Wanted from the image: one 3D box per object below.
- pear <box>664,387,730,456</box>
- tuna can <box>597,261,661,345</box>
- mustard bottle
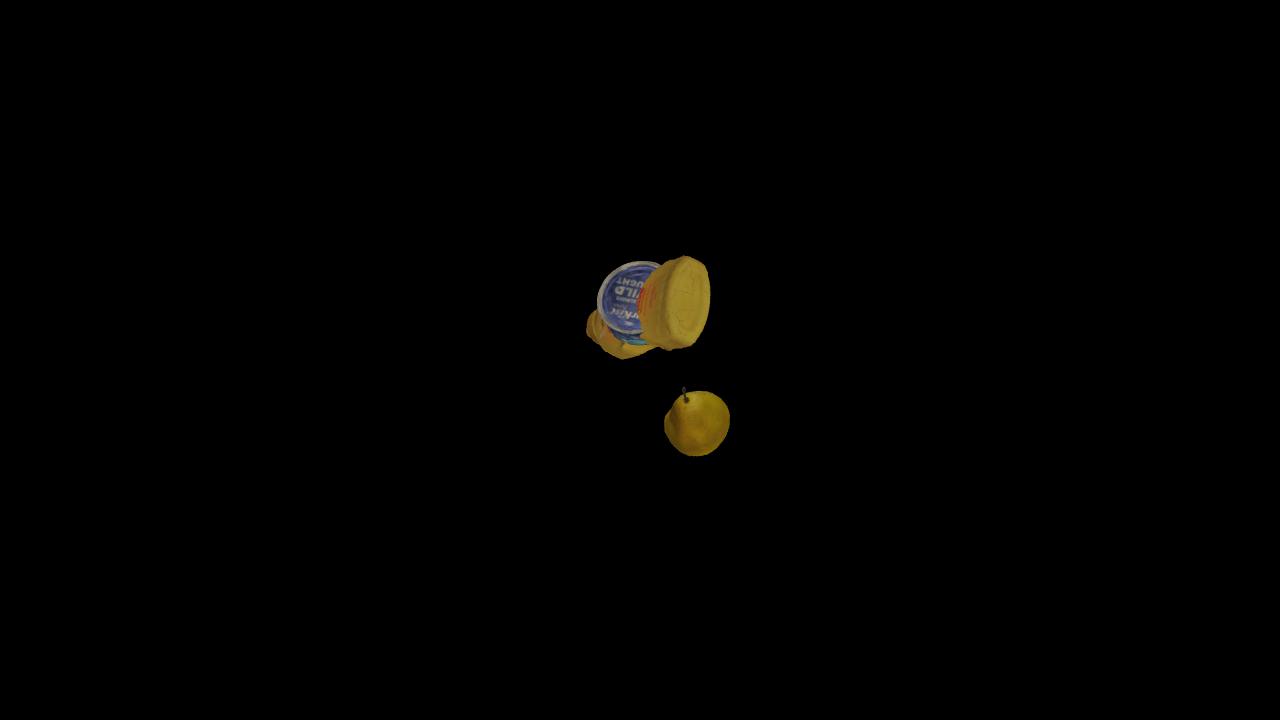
[{"bbox_3d":[0.060,0.067,0.709,0.080,0.080,0.111,0,-19,22],"label":"pear"},{"bbox_3d":[0.000,-0.058,0.632,0.084,0.084,0.034,0,-24,14],"label":"tuna can"},{"bbox_3d":[-0.004,-0.046,0.660,0.054,0.092,0.184,15,-16,-34],"label":"mustard bottle"}]
